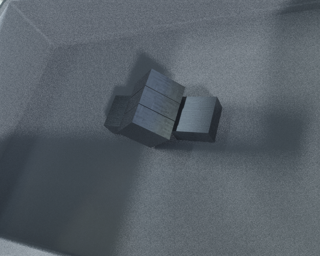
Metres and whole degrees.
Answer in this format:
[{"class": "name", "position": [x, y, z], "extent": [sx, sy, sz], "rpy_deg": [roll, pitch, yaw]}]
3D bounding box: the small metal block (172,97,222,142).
[{"class": "small metal block", "position": [0.046, -0.011, 0.386], "extent": [0.050, 0.025, 0.050], "rpy_deg": [3, 63, 29]}]

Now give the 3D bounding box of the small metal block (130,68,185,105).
[{"class": "small metal block", "position": [-0.004, -0.046, 0.403], "extent": [0.050, 0.050, 0.025], "rpy_deg": [-28, 41, 59]}]

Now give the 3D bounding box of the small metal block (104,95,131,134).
[{"class": "small metal block", "position": [-0.044, -0.018, 0.436], "extent": [0.050, 0.025, 0.050], "rpy_deg": [4, 64, 29]}]

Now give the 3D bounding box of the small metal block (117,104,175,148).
[{"class": "small metal block", "position": [-0.018, -0.001, 0.384], "extent": [0.050, 0.050, 0.025], "rpy_deg": [-29, 40, 58]}]

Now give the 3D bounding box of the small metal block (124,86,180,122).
[{"class": "small metal block", "position": [-0.011, -0.023, 0.393], "extent": [0.050, 0.050, 0.025], "rpy_deg": [-29, 40, 58]}]
